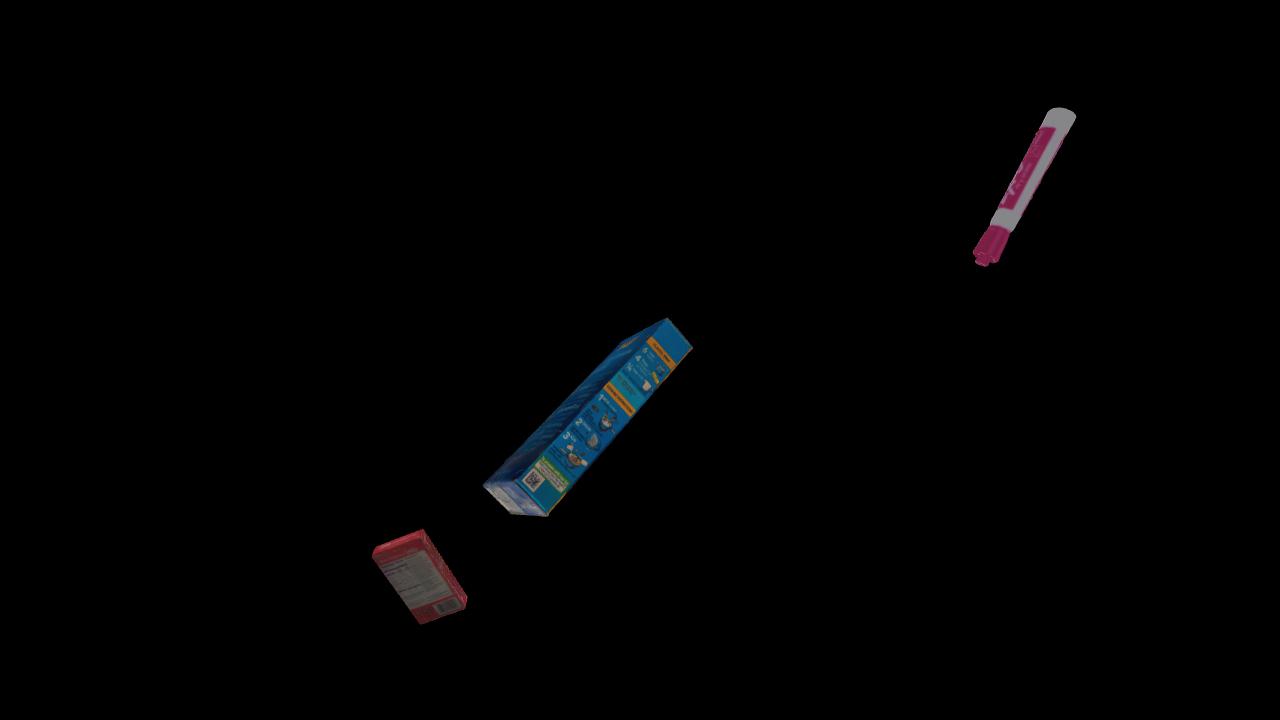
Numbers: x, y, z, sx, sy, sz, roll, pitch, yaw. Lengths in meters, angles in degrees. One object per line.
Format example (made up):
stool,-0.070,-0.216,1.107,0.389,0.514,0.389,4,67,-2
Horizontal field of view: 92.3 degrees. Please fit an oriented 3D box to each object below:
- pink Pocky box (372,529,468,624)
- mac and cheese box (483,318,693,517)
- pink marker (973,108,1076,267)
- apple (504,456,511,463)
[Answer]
pink Pocky box,-0.348,0.346,0.980,0.084,0.155,0.029,-22,22,4
mac and cheese box,-0.041,0.045,0.501,0.184,0.041,0.093,-47,10,-28
pink marker,0.281,-0.125,0.453,0.020,0.121,0.020,26,5,-3
apple,-0.146,0.159,0.837,0.079,0.079,0.093,0,-5,22
